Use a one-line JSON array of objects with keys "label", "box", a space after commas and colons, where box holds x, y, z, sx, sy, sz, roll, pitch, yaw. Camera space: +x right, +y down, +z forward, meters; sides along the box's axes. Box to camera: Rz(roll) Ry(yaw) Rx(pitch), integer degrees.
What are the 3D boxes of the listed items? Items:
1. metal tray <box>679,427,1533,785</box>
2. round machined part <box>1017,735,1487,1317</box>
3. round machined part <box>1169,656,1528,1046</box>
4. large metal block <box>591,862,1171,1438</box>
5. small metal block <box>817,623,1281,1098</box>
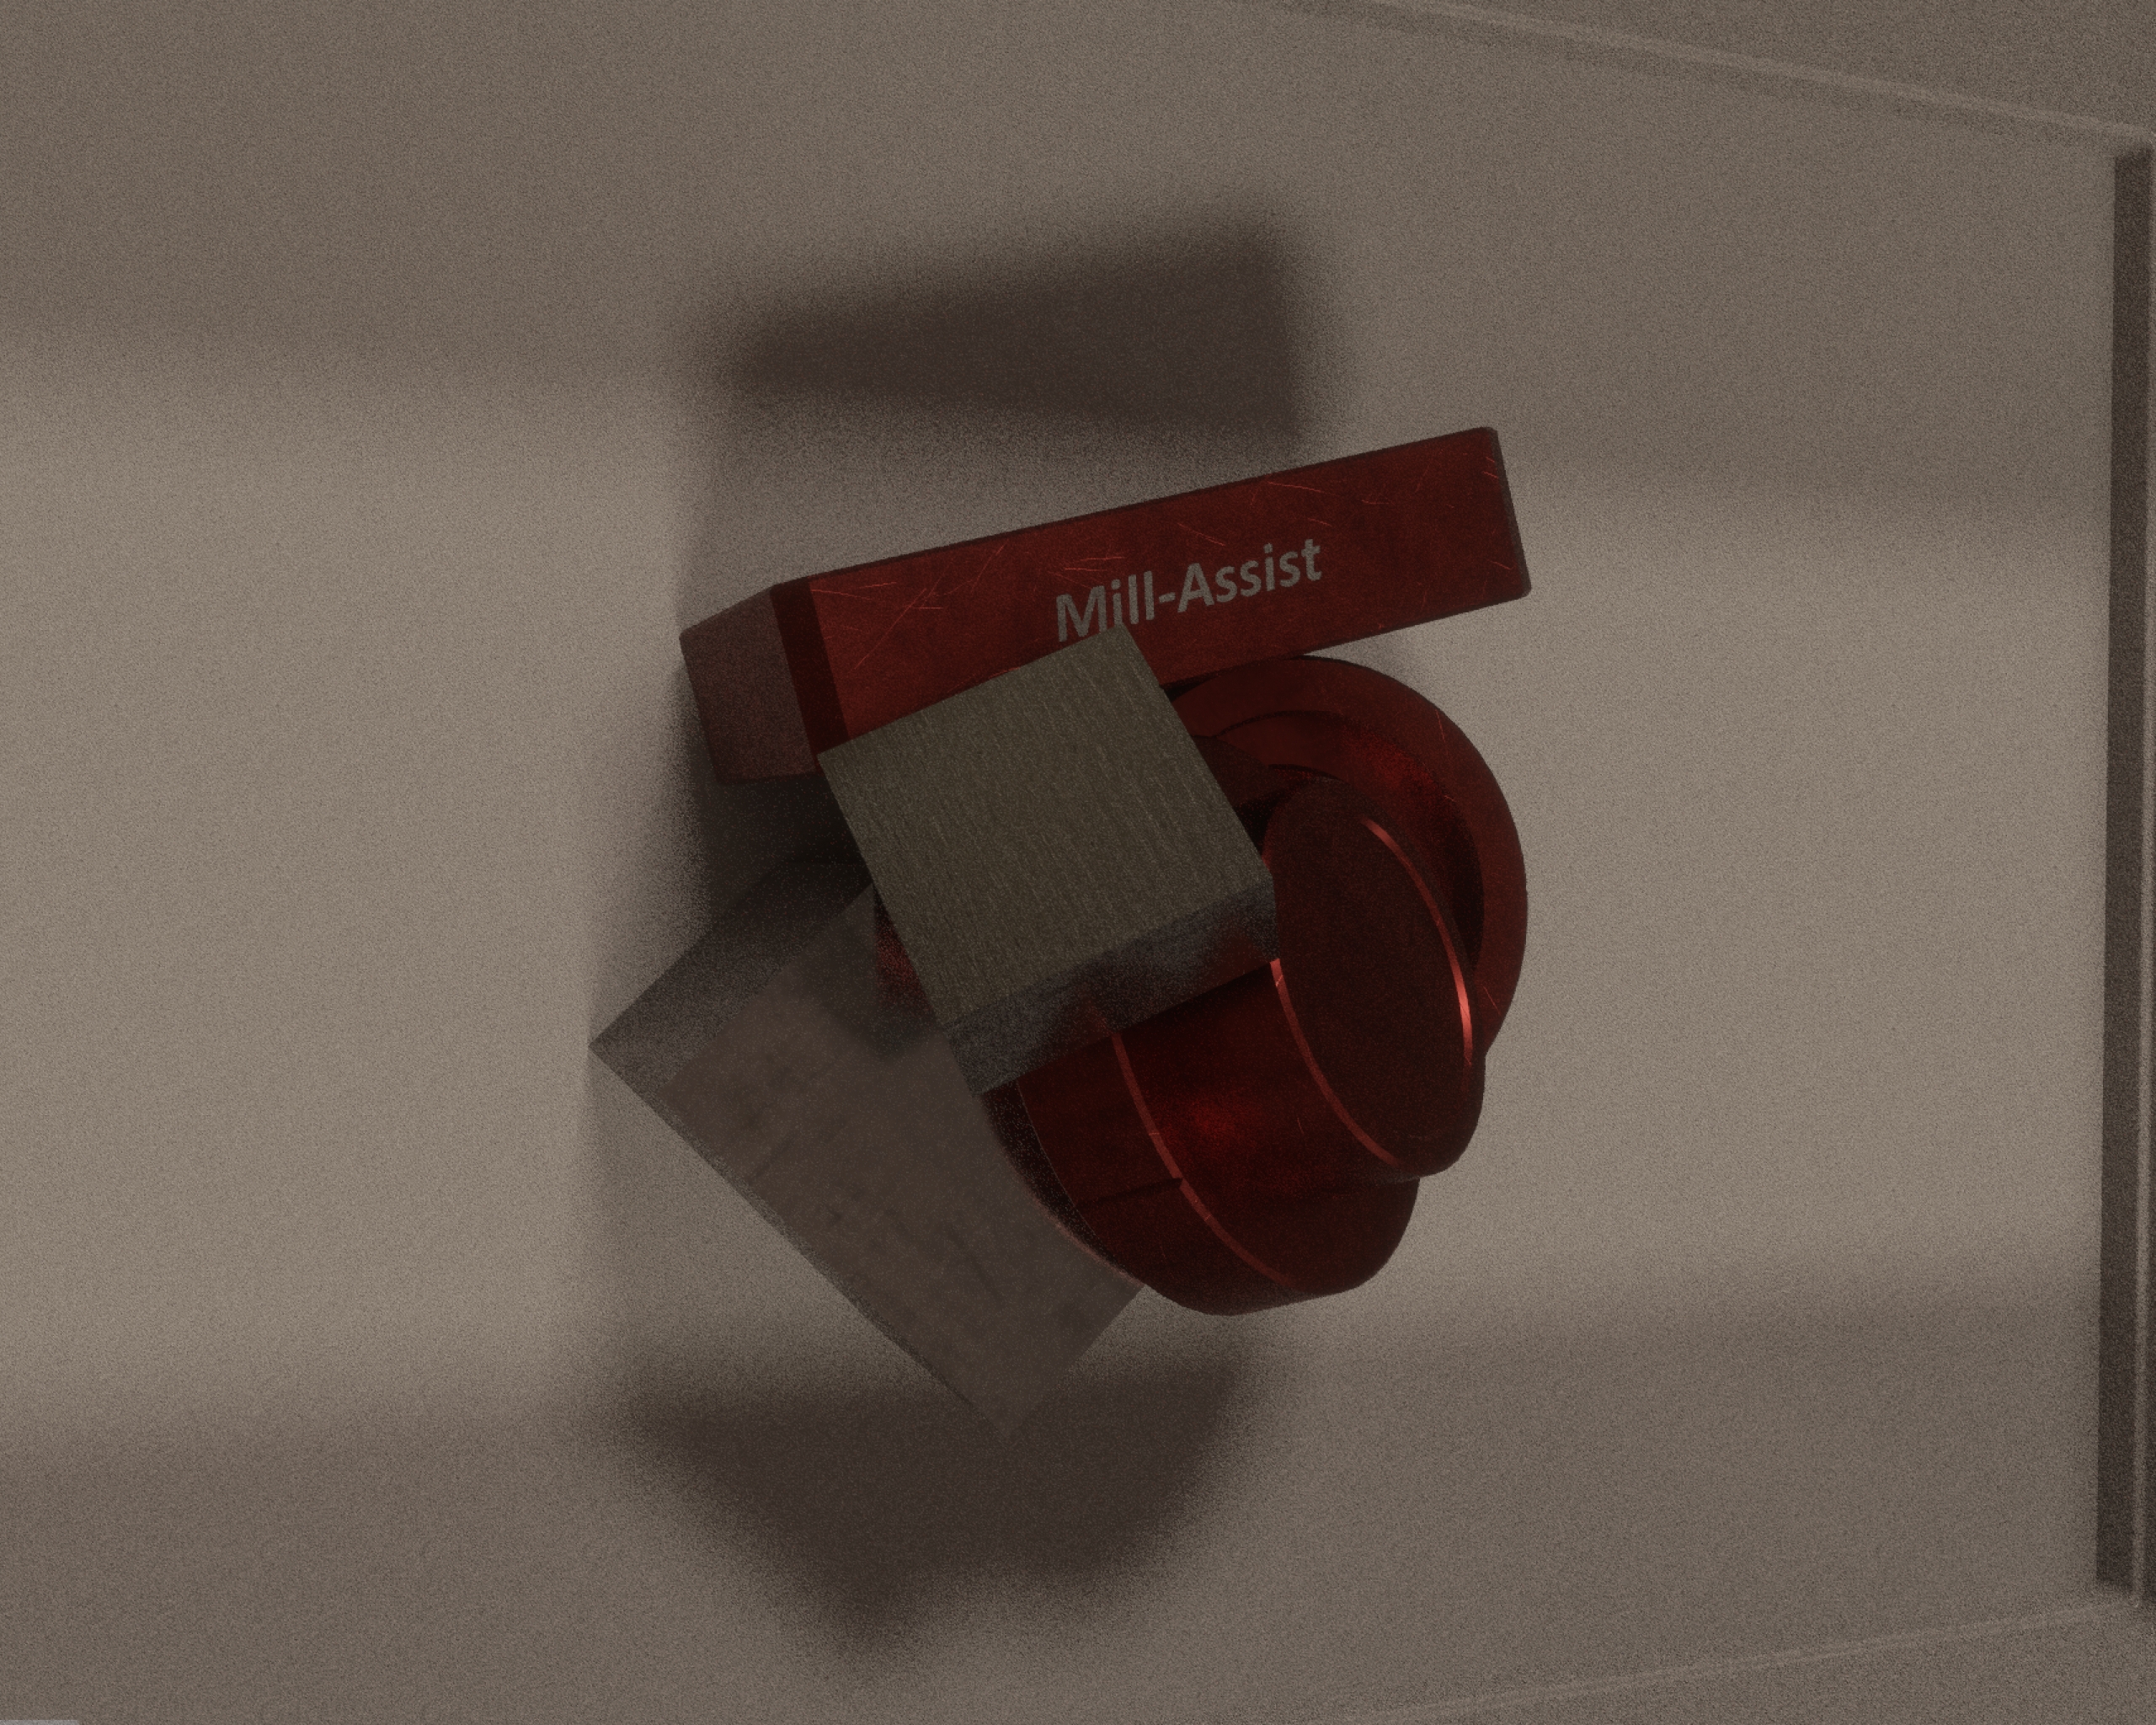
[{"label": "metal tray", "box": [0.002, -0.045, 0.375, 0.131, 0.090, 0.030, -16, 96, -20]}, {"label": "round machined part", "box": [0.034, 0.024, 0.352, 0.098, 0.042, 0.098, 32, 48, -43]}, {"label": "round machined part", "box": [0.036, 0.009, 0.416, 0.099, 0.042, 0.097, 0, 90, -21]}, {"label": "large metal block", "box": [-0.034, 0.046, 0.368, 0.050, 0.080, 0.080, -46, 105, -14]}, {"label": "small metal block", "box": [-0.004, -0.001, 0.310, 0.050, 0.025, 0.050, -24, 60, -6]}]
